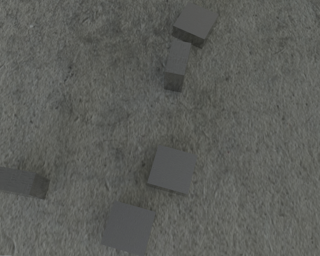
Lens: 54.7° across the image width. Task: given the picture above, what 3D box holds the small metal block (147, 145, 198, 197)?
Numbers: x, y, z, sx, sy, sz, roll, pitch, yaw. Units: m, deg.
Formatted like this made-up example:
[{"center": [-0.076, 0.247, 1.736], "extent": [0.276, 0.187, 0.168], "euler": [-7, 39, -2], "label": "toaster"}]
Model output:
[{"center": [0.016, 0.054, 0.389], "extent": [0.050, 0.025, 0.050], "euler": [15, 71, 5], "label": "small metal block"}]

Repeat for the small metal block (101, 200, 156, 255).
[{"center": [-0.036, 0.118, 0.365], "extent": [0.050, 0.025, 0.050], "euler": [15, 71, 5], "label": "small metal block"}]

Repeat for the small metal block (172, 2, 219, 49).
[{"center": [0.053, -0.154, 0.465], "extent": [0.050, 0.025, 0.050], "euler": [27, 72, 9], "label": "small metal block"}]

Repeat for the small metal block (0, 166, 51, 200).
[{"center": [-0.166, 0.066, 0.369], "extent": [0.050, 0.050, 0.025], "euler": [9, 71, 3], "label": "small metal block"}]

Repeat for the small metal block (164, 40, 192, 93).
[{"center": [0.024, -0.084, 0.426], "extent": [0.025, 0.050, 0.050], "euler": [12, 71, 4], "label": "small metal block"}]
